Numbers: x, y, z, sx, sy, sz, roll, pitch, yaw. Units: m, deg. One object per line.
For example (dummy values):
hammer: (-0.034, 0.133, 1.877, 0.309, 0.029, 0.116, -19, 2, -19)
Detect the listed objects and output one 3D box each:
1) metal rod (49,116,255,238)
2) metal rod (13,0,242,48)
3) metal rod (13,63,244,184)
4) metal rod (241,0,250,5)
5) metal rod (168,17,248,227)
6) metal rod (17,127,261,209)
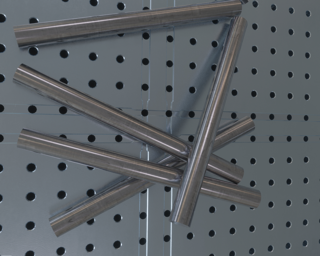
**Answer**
metal rod: (0.003, 0.056, 0.413, 0.302, 0.025, 0.025, -26, 99, -18)
metal rod: (-0.026, -0.139, 0.402, 0.302, 0.025, 0.025, -15, 95, -20)
metal rod: (-0.028, 0.001, 0.384, 0.301, 0.025, 0.025, 25, 82, -12)
metal rod: (0.036, -0.299, 0.424, 0.025, 0.025, 0.300, -47, 105, -14)
metal rod: (0.069, -0.024, 0.399, 0.025, 0.025, 0.300, 28, 67, -18)
metal rod: (-0.016, 0.053, 0.381, 0.302, 0.025, 0.025, 16, 85, -10)
